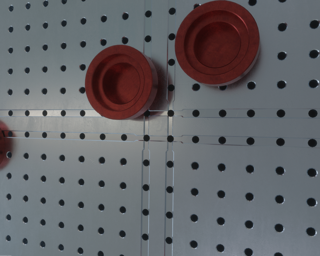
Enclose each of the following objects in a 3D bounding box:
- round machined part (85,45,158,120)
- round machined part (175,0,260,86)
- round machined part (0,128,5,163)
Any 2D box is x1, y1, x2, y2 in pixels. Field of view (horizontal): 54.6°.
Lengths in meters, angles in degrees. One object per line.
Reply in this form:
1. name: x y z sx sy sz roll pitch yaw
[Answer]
1. round machined part: -0.048 -0.059 0.421 0.098 0.042 0.097 0 90 20
2. round machined part: 0.071 -0.099 0.379 0.098 0.042 0.097 0 90 20
3. round machined part: -0.312 0.030 0.515 0.098 0.042 0.097 0 90 20
